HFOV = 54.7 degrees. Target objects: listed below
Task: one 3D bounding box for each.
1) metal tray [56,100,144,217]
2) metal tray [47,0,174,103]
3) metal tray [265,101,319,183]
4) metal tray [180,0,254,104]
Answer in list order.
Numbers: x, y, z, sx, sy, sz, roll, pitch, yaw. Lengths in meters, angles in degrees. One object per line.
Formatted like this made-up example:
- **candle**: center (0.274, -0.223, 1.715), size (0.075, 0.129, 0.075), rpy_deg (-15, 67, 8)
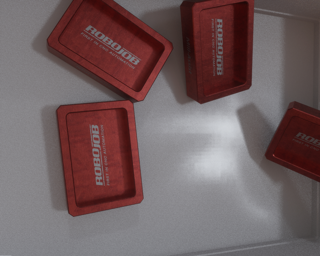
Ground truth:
- **metal tray**: center (-0.074, 0.034, 0.381), size (0.091, 0.030, 0.129), rpy_deg (-7, 93, -20)
- **metal tray**: center (-0.059, -0.101, 0.386), size (0.130, 0.030, 0.090), rpy_deg (32, 79, -18)
- **metal tray**: center (0.228, 0.028, 0.434), size (0.130, 0.030, 0.089), rpy_deg (25, 123, 16)
- **metal tray**: center (0.078, -0.105, 0.411), size (0.091, 0.030, 0.129), rpy_deg (-18, 121, -19)
